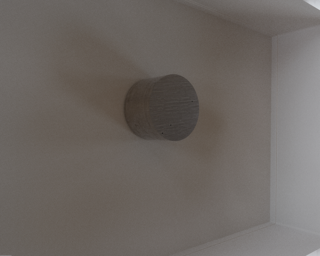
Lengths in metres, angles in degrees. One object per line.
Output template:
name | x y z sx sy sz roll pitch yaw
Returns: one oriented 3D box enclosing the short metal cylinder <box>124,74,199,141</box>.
short metal cylinder | 0.003 -0.024 0.389 0.081 0.050 0.080 0 90 -40
